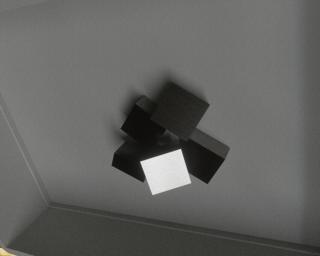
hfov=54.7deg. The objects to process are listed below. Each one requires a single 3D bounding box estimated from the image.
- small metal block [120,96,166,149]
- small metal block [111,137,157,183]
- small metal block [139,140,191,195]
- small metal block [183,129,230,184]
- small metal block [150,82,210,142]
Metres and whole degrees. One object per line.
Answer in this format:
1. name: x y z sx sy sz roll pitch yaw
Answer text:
1. small metal block: -0.017 -0.006 0.409 0.050 0.025 0.050 37 129 2
2. small metal block: -0.031 0.041 0.429 0.050 0.050 0.025 26 127 11
3. small metal block: 0.006 0.049 0.386 0.050 0.025 0.050 -18 113 0
4. small metal block: 0.054 0.037 0.399 0.050 0.025 0.050 31 128 8
5. small metal block: 0.024 -0.019 0.367 0.050 0.025 0.050 32 95 6
